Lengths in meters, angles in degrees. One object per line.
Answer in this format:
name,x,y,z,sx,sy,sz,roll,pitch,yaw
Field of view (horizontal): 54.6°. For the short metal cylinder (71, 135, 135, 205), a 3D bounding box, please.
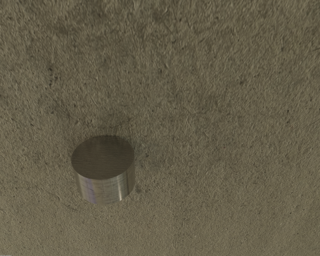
short metal cylinder,-0.074,0.055,0.417,0.080,0.080,0.050,1,130,-1
